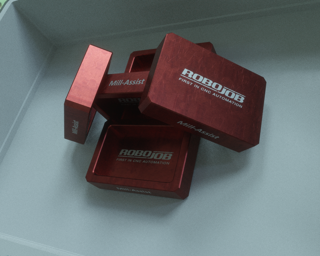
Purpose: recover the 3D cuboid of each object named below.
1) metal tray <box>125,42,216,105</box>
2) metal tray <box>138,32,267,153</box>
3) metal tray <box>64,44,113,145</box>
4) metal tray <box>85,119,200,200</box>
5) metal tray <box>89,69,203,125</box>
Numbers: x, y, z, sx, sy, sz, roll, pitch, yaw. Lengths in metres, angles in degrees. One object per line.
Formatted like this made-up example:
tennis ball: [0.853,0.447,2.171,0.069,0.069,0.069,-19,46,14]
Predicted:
metal tray: [0.010,-0.071,0.439,0.130,0.030,0.090,0,62,27]
metal tray: [0.051,-0.037,0.341,0.030,0.131,0.090,-40,31,61]
metal tray: [-0.100,-0.040,0.422,0.030,0.129,0.090,19,65,-9]
metal tray: [-0.022,0.035,0.388,0.130,0.030,0.090,1,62,28]
metal tray: [-0.020,-0.032,0.392,0.130,0.090,0.030,1,62,28]
